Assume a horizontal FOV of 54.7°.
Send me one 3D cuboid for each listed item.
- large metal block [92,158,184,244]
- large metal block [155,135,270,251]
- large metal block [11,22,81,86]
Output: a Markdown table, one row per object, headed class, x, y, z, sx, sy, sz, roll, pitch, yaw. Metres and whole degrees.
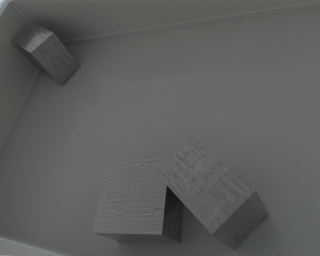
| class | x | y | z | sx | sy | sz | roll | pitch | yaw |
| --- | --- | --- | --- | --- | --- | --- | --- | --- | --- |
| large metal block | -0.020 | 0.083 | 0.348 | 0.080 | 0.050 | 0.080 | -7 | 59 | 24 |
| large metal block | 0.053 | 0.064 | 0.303 | 0.050 | 0.080 | 0.080 | -45 | 51 | -3 |
| large metal block | -0.202 | -0.132 | 0.552 | 0.080 | 0.080 | 0.050 | 32 | 74 | 37 |
